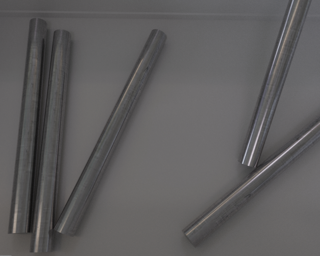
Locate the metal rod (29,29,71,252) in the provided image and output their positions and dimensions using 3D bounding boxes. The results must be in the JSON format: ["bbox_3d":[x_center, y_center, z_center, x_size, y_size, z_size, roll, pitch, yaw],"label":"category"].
[{"bbox_3d":[-0.140,0.002,0.407,0.025,0.025,0.299,-1,70,-1],"label":"metal rod"}]

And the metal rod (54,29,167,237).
[{"bbox_3d":[-0.057,-0.007,0.411,0.025,0.025,0.300,21,71,7],"label":"metal rod"}]

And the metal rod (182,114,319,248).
[{"bbox_3d":[0.152,0.043,0.394,0.301,0.025,0.025,-36,74,-13],"label":"metal rod"}]

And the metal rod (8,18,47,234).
[{"bbox_3d":[-0.174,-0.017,0.414,0.025,0.025,0.299,-3,70,-1],"label":"metal rod"}]

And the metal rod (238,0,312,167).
[{"bbox_3d":[0.152,-0.097,0.377,0.025,0.025,0.298,16,97,6],"label":"metal rod"}]
